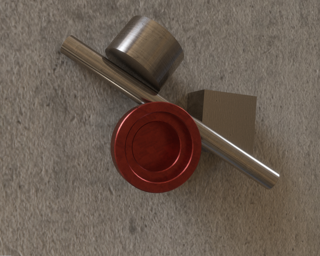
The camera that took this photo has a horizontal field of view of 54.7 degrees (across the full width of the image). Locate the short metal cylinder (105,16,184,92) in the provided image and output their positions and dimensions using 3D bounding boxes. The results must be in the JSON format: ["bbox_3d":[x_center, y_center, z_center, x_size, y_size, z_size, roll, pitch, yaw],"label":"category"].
[{"bbox_3d":[-0.018,-0.087,0.375,0.080,0.080,0.050,39,78,-16],"label":"short metal cylinder"}]

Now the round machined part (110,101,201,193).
[{"bbox_3d":[-0.007,0.020,0.347,0.099,0.042,0.097,-1,92,-20],"label":"round machined part"}]

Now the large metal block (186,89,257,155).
[{"bbox_3d":[0.083,-0.007,0.429,0.081,0.050,0.080,5,89,-20],"label":"large metal block"}]

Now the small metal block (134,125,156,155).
[{"bbox_3d":[-0.026,0.008,0.389,0.025,0.050,0.050,-2,91,-20],"label":"small metal block"}]

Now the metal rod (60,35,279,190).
[{"bbox_3d":[0.014,-0.017,0.377,0.301,0.025,0.025,33,79,-3],"label":"metal rod"}]
